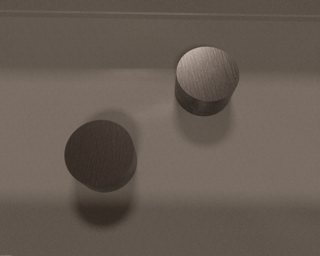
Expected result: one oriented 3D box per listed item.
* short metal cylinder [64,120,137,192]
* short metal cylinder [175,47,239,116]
[{"bbox_3d":[-0.070,0.036,0.382,0.081,0.050,0.080,0,70,0],"label":"short metal cylinder"},{"bbox_3d":[0.061,-0.062,0.420,0.081,0.050,0.080,0,70,0],"label":"short metal cylinder"}]
